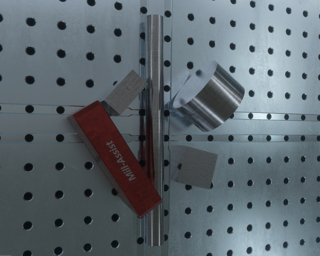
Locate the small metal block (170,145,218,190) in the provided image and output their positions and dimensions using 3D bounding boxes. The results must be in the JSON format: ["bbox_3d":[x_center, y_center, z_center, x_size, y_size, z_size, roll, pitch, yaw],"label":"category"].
[{"bbox_3d":[0.048,0.054,0.432,0.050,0.025,0.050,16,85,-20],"label":"small metal block"}]

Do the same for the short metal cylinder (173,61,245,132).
[{"bbox_3d":[0.063,-0.042,0.408,0.050,0.080,0.080,40,77,-16],"label":"short metal cylinder"}]

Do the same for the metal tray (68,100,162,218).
[{"bbox_3d":[-0.055,0.034,0.358,0.030,0.090,0.130,-34,102,-17],"label":"metal tray"}]

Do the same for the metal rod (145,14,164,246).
[{"bbox_3d":[-0.007,0.003,0.410,0.025,0.025,0.298,0,90,-20],"label":"metal rod"}]

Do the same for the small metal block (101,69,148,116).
[{"bbox_3d":[-0.047,-0.042,0.382,0.025,0.050,0.050,43,76,-15],"label":"small metal block"}]
